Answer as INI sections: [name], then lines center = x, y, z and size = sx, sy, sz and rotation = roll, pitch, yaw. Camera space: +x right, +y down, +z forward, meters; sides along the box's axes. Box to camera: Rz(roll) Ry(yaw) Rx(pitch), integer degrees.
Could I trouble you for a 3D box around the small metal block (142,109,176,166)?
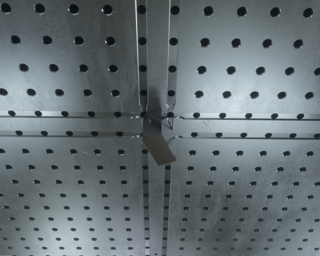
[small metal block]
center = 0.000, 0.012, 0.405
size = 0.025, 0.050, 0.050
rotation = -18, 128, 14
